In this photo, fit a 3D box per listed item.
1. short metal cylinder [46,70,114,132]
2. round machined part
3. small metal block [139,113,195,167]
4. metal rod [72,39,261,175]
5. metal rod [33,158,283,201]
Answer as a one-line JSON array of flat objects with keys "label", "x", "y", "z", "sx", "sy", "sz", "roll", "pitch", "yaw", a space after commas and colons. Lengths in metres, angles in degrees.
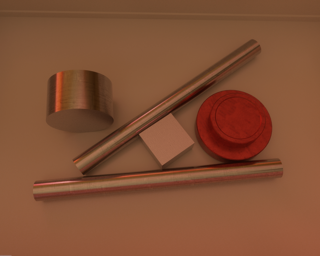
[{"label": "short metal cylinder", "x": -0.100, "y": -0.031, "z": 0.390, "sx": 0.081, "sy": 0.080, "sz": 0.050, "roll": -5, "pitch": 70, "yaw": -2}, {"label": "round machined part", "x": 0.097, "y": -0.006, "z": 0.401, "sx": 0.099, "sy": 0.042, "sz": 0.098, "roll": 0, "pitch": 70, "yaw": -1}, {"label": "small metal block", "x": 0.008, "y": 0.017, "z": 0.401, "sx": 0.050, "sy": 0.025, "sz": 0.050, "roll": -34, "pitch": 74, "yaw": -12}, {"label": "metal rod", "x": 0.018, "y": -0.035, "z": 0.421, "sx": 0.301, "sy": 0.025, "sz": 0.025, "roll": -35, "pitch": 74, "yaw": -12}, {"label": "metal rod", "x": 0.000, "y": 0.064, "z": 0.385, "sx": 0.302, "sy": 0.025, "sz": 0.025, "roll": -5, "pitch": 70, "yaw": -3}]
